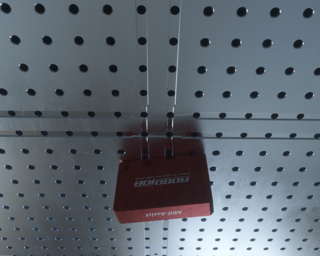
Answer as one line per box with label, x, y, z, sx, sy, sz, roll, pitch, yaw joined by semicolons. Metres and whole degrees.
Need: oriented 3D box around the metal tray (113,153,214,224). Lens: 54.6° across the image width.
metal tray;0.005;0.083;0.439;0.131;0.090;0.030;-7;130;6
